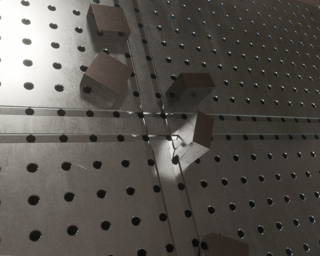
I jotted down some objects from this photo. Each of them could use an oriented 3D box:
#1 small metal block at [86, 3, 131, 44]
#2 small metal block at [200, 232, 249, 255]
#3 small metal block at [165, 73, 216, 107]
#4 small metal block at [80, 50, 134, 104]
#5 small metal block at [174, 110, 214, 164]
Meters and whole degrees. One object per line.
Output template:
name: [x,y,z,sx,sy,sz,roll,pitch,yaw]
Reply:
small metal block: [-0.077,-0.155,0.462,0.050,0.025,0.050,-5,64,-31]
small metal block: [0.073,0.154,0.355,0.050,0.025,0.050,23,53,-15]
small metal block: [0.044,-0.055,0.451,0.050,0.050,0.025,-6,65,-31]
small metal block: [-0.070,-0.068,0.413,0.050,0.025,0.050,30,52,-9]
small metal block: [0.045,0.013,0.410,0.025,0.050,0.050,25,53,-14]
